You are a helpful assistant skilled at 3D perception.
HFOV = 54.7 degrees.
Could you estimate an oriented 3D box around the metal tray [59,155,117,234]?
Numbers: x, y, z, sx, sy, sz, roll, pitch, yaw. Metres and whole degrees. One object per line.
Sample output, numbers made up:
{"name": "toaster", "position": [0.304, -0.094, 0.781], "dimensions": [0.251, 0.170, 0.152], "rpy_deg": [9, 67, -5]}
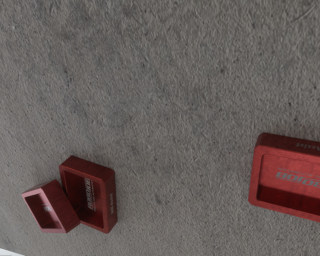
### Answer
{"name": "metal tray", "position": [-0.123, 0.118, 0.541], "dimensions": [0.090, 0.030, 0.129], "rpy_deg": [15, 125, 19]}

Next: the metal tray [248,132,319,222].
{"name": "metal tray", "position": [0.172, 0.061, 0.350], "dimensions": [0.130, 0.030, 0.089], "rpy_deg": [11, 123, 22]}

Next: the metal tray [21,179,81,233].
{"name": "metal tray", "position": [-0.206, 0.148, 0.575], "dimensions": [0.130, 0.030, 0.090], "rpy_deg": [-22, 97, 49]}
